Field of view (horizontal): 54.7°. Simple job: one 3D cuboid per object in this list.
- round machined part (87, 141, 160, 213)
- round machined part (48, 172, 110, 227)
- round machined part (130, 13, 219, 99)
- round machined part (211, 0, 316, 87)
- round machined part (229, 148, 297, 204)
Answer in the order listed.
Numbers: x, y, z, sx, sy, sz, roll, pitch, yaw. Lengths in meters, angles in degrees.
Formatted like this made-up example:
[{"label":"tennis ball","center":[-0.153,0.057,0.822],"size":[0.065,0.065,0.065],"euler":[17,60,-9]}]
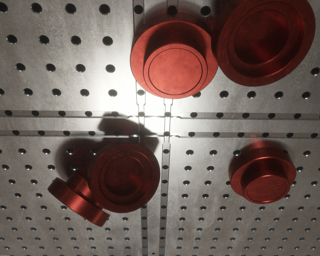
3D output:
[{"label":"round machined part","center":[-0.053,0.065,0.434],"size":[0.099,0.042,0.097],"euler":[-3,98,-25]},{"label":"round machined part","center":[-0.113,0.101,0.463],"size":[0.098,0.042,0.098],"euler":[33,165,11]},{"label":"round machined part","center":[0.016,-0.071,0.341],"size":[0.099,0.042,0.097],"euler":[0,130,0]},{"label":"round machined part","center":[0.100,-0.095,0.315],"size":[0.099,0.042,0.097],"euler":[-5,127,-6]},{"label":"round machined part","center":[0.157,0.079,0.470],"size":[0.099,0.042,0.097],"euler":[-1,130,0]}]
